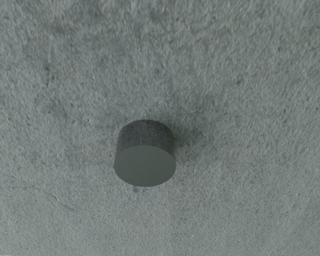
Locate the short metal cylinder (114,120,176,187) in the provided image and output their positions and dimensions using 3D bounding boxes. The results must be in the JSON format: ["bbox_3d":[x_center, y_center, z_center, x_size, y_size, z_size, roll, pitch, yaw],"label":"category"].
[{"bbox_3d":[-0.020,0.035,0.421,0.081,0.050,0.079,0,130,0],"label":"short metal cylinder"}]
